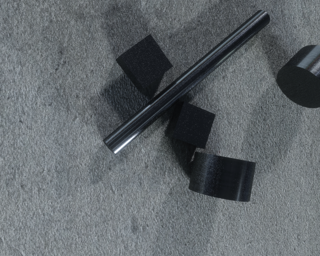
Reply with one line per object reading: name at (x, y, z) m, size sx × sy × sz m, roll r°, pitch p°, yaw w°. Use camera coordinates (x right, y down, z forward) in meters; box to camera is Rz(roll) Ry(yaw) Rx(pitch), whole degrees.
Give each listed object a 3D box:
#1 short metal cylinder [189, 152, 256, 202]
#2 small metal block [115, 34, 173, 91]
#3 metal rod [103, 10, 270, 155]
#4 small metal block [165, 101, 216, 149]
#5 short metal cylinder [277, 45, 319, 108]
short metal cylinder at (0.082, 0.063, 0.410) m, size 0.081 × 0.080 × 0.050 m, roll 12°, pitch 86°, yaw -20°
small metal block at (-0.020, -0.084, 0.402) m, size 0.050 × 0.025 × 0.050 m, roll -40°, pitch 103°, yaw -16°
metal rod at (0.046, -0.071, 0.426) m, size 0.301 × 0.025 × 0.025 m, roll -41°, pitch 103°, yaw -15°
small metal block at (0.042, -0.004, 0.425) m, size 0.050 × 0.025 × 0.050 m, roll 21°, pitch 83°, yaw -19°
short metal cylinder at (0.225, -0.076, 0.463) m, size 0.050 × 0.080 × 0.080 m, roll -43°, pitch 104°, yaw -15°
